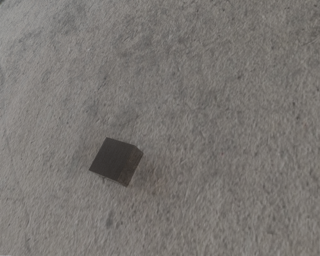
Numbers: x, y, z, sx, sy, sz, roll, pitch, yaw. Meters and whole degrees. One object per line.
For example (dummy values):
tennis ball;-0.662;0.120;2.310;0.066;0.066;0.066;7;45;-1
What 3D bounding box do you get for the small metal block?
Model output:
small metal block;-0.057;0.044;0.408;0.050;0.025;0.050;14;69;33
